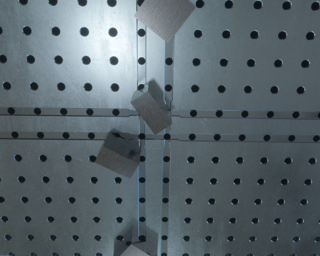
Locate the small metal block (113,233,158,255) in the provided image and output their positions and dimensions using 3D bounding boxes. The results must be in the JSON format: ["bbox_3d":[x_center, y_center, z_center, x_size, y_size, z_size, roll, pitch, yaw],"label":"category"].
[{"bbox_3d":[-0.039,0.202,0.488,0.050,0.025,0.050,37,106,-13],"label":"small metal block"}]

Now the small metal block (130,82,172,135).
[{"bbox_3d":[-0.010,-0.026,0.390,0.025,0.050,0.050,-33,107,11],"label":"small metal block"}]

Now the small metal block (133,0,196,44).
[{"bbox_3d":[0.005,-0.136,0.363,0.050,0.025,0.050,36,106,-13],"label":"small metal block"}]

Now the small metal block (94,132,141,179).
[{"bbox_3d":[-0.054,0.035,0.412,0.050,0.050,0.025,27,108,-10],"label":"small metal block"}]
